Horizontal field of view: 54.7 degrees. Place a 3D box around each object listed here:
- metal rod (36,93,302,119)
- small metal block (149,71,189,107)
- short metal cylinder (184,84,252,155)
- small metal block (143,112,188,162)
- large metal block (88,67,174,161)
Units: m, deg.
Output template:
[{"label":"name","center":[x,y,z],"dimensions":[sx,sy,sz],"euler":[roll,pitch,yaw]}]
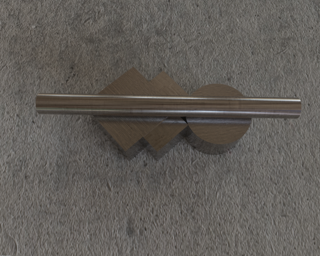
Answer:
[{"label":"metal rod","center":[0.010,-0.026,0.364],"dimensions":[0.302,0.025,0.025],"euler":[1,70,0]},{"label":"small metal block","center":[0.012,-0.040,0.411],"dimensions":[0.025,0.050,0.050],"euler":[-41,76,-13]},{"label":"short metal cylinder","center":[0.071,-0.010,0.400],"dimensions":[0.081,0.050,0.080],"euler":[0,70,0]},{"label":"small metal block","center":[0.007,0.012,0.393],"dimensions":[0.050,0.050,0.025],"euler":[-40,75,-13]},{"label":"large metal block","center":[-0.037,-0.018,0.401],"dimensions":[0.080,0.050,0.080],"euler":[-40,75,-13]}]
